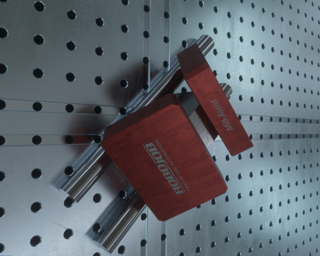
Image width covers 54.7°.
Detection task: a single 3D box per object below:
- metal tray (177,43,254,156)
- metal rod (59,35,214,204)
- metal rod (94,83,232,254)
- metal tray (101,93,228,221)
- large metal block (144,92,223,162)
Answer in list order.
[{"bbox_3d":[0.070,-0.037,0.399,0.130,0.030,0.090,54,15,-26],"label":"metal tray"},{"bbox_3d":[-0.013,-0.029,0.400,0.301,0.025,0.025,-50,120,-28],"label":"metal rod"},{"bbox_3d":[0.020,0.037,0.428,0.301,0.025,0.025,-49,120,-29],"label":"metal rod"},{"bbox_3d":[0.008,0.037,0.347,0.090,0.030,0.130,-28,115,9],"label":"metal tray"},{"bbox_3d":[0.027,-0.002,0.397,0.080,0.080,0.050,-50,120,-29],"label":"large metal block"}]
